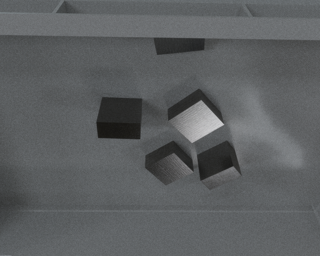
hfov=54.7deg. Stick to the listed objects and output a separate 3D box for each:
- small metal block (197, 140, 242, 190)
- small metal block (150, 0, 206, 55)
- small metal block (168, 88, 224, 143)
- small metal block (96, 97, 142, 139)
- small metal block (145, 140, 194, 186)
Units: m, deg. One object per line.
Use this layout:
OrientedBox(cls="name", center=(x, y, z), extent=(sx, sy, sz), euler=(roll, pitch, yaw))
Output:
OrientedBox(cls="small metal block", center=(0.083, 0.053, 0.439), extent=(0.050, 0.050, 0.025), euler=(-29, 125, 22))
OrientedBox(cls="small metal block", center=(0.018, -0.100, 0.310), extent=(0.050, 0.025, 0.050), euler=(-5, 161, 4))
OrientedBox(cls="small metal block", center=(0.046, -0.015, 0.398), extent=(0.050, 0.025, 0.050), euler=(-33, 123, 24))
OrientedBox(cls="small metal block", center=(-0.048, -0.013, 0.381), extent=(0.050, 0.050, 0.025), euler=(2, 130, -2))
OrientedBox(cls="small metal block", center=(0.014, 0.052, 0.454), extent=(0.050, 0.025, 0.050), euler=(-30, 125, 22))
